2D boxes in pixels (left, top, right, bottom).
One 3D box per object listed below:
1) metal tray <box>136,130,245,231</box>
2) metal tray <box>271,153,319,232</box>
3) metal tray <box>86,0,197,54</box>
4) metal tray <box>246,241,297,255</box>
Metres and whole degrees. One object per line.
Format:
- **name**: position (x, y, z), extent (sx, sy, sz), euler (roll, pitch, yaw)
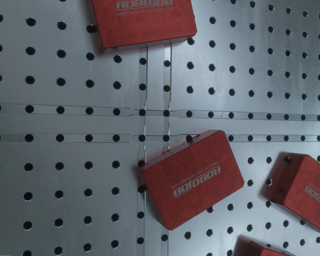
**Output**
- **metal tray**: position (0.044, 0.068, 0.428), extent (0.131, 0.030, 0.090), euler (-26, 99, -19)
- **metal tray**: position (0.253, 0.111, 0.506), extent (0.130, 0.030, 0.090), euler (33, 79, -17)
- **metal tray**: position (-0.023, -0.153, 0.402), extent (0.131, 0.030, 0.089), euler (-14, 95, -20)
- **metal tray**: position (0.162, 0.250, 0.471), extent (0.091, 0.030, 0.130), euler (23, 82, -19)
